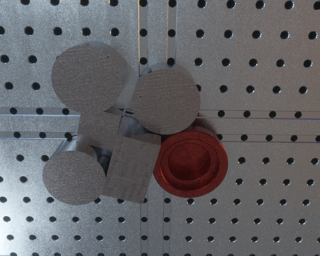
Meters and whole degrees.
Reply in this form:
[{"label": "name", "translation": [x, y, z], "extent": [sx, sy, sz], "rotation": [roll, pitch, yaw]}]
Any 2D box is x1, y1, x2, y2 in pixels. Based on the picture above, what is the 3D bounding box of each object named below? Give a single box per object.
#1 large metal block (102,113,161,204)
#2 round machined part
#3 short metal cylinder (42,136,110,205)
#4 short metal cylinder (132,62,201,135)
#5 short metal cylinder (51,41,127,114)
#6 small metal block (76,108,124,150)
[{"label": "large metal block", "translation": [-0.034, 0.036, 0.394], "extent": [0.050, 0.080, 0.079], "rotation": [15, 109, -6]}, {"label": "round machined part", "translation": [0.039, 0.042, 0.420], "extent": [0.099, 0.042, 0.097], "rotation": [0, 110, 0]}, {"label": "short metal cylinder", "translation": [-0.110, 0.056, 0.419], "extent": [0.081, 0.050, 0.079], "rotation": [0, 110, 0]}, {"label": "short metal cylinder", "translation": [0.007, -0.038, 0.386], "extent": [0.081, 0.050, 0.079], "rotation": [0, 110, 0]}, {"label": "short metal cylinder", "translation": [-0.083, -0.062, 0.376], "extent": [0.081, 0.050, 0.079], "rotation": [0, 110, 0]}, {"label": "small metal block", "translation": [-0.080, -0.003, 0.411], "extent": [0.050, 0.025, 0.050], "rotation": [14, 110, -5]}]
